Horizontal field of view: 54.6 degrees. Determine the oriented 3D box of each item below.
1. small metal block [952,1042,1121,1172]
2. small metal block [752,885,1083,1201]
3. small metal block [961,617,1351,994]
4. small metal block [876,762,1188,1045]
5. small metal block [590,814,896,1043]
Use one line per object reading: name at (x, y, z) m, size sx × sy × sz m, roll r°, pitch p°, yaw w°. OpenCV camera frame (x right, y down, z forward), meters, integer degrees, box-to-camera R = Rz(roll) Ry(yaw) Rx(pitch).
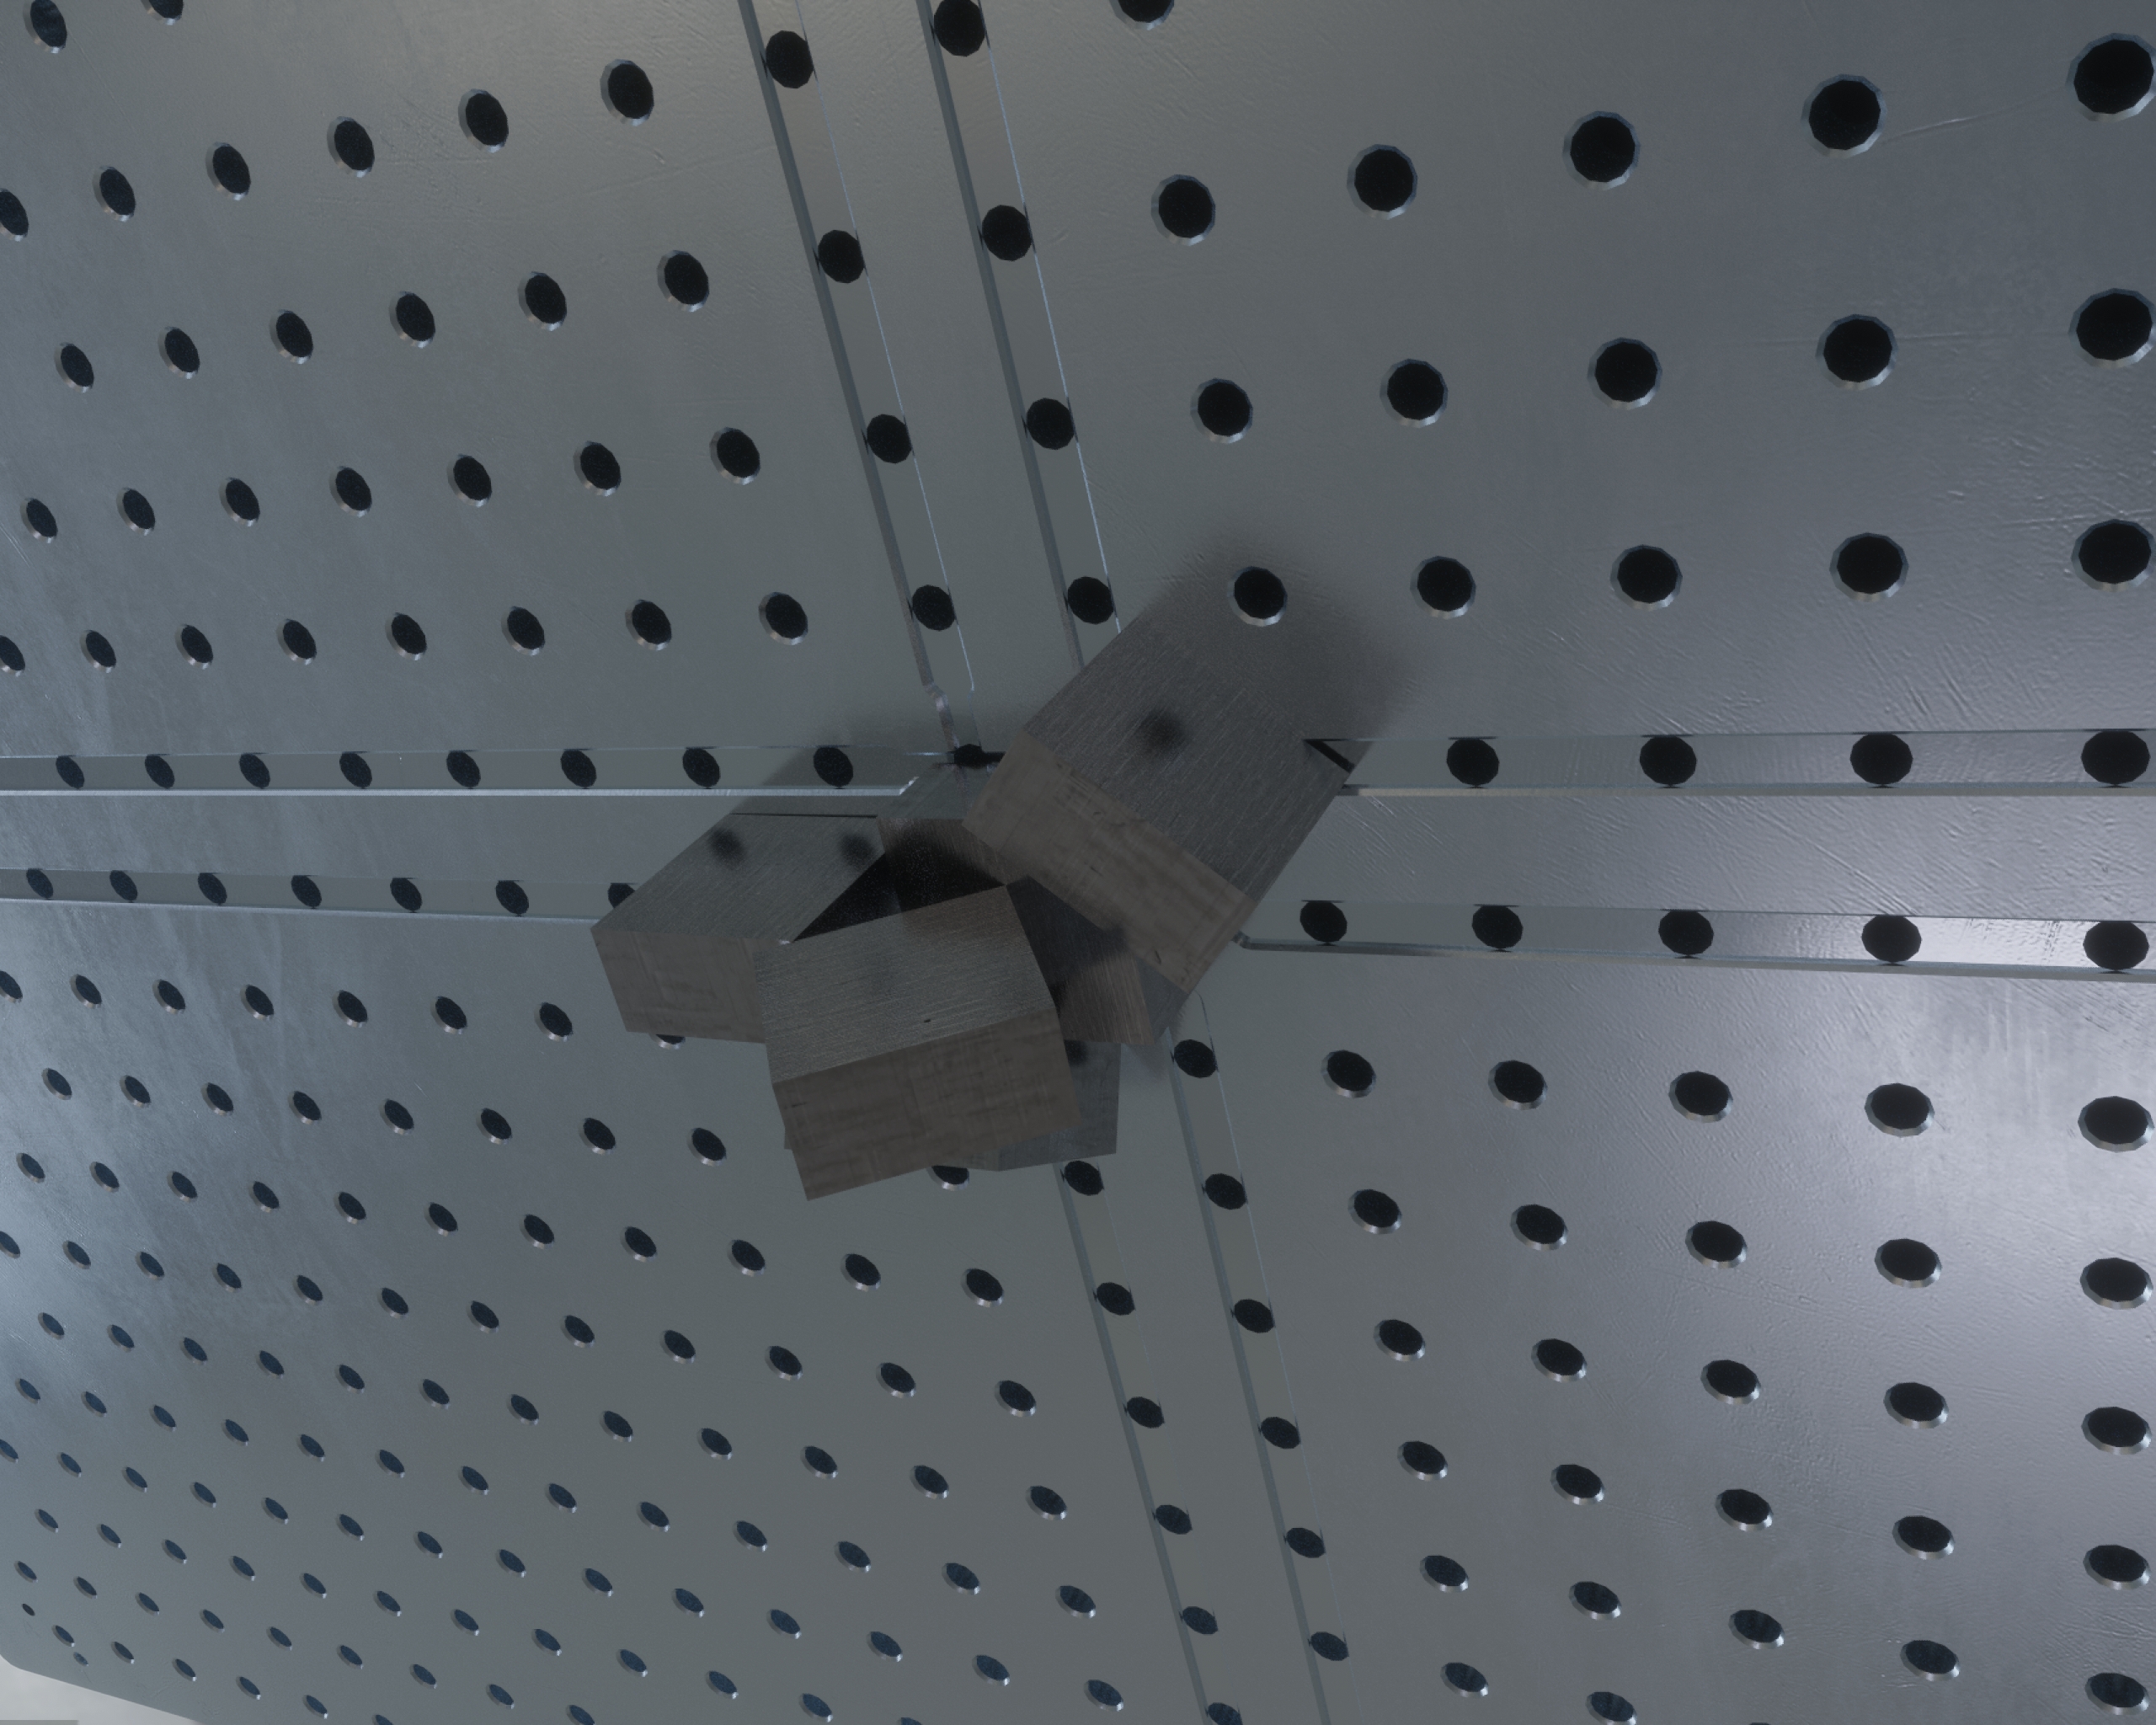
small metal block at (-0.025, 0.048, 0.435) m, size 0.050 × 0.050 × 0.025 m, roll 2°, pitch 88°, yaw 28°
small metal block at (-0.031, 0.032, 0.386) m, size 0.050 × 0.050 × 0.025 m, roll -15°, pitch 117°, yaw -6°
small metal block at (0.015, -0.012, 0.380) m, size 0.050 × 0.050 × 0.025 m, roll 37°, pitch 128°, yaw 3°
small metal block at (-0.007, 0.008, 0.420) m, size 0.050 × 0.025 × 0.050 m, roll 1°, pitch 119°, yaw 27°
small metal block at (-0.064, 0.013, 0.437) m, size 0.050 × 0.050 × 0.025 m, roll 2°, pitch 120°, yaw 28°
